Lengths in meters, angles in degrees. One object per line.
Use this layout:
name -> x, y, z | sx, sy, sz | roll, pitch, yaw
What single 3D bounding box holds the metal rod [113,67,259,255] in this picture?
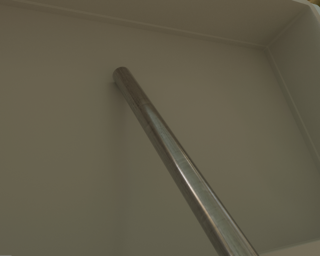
metal rod -> 0.006, 0.016, 0.319 | 0.025, 0.025, 0.300 | -1, 37, -29
